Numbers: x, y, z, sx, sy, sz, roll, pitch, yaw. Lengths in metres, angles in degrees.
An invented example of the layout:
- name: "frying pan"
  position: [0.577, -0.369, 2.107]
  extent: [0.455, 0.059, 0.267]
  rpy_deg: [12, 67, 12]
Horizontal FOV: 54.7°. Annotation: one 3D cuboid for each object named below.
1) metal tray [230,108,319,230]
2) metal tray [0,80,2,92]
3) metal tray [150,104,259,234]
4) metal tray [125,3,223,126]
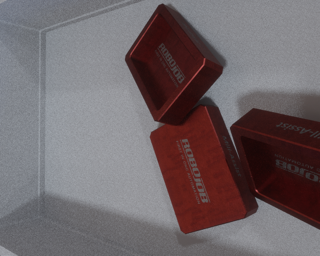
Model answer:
- name: "metal tray"
  position: [0.123, 0.039, 0.248]
  extent: [0.130, 0.030, 0.090]
  rpy_deg: [22, 142, 54]
- name: "metal tray"
  position: [-0.434, -0.077, 0.759]
  extent: [0.090, 0.030, 0.129]
  rpy_deg: [42, 115, 31]
- name: "metal tray"
  position: [0.047, 0.048, 0.364]
  extent: [0.090, 0.030, 0.129]
  rpy_deg: [-30, 72, 35]
- name: "metal tray"
  position: [0.009, -0.078, 0.372]
  extent: [0.090, 0.030, 0.130]
  rpy_deg: [-50, 46, 27]
